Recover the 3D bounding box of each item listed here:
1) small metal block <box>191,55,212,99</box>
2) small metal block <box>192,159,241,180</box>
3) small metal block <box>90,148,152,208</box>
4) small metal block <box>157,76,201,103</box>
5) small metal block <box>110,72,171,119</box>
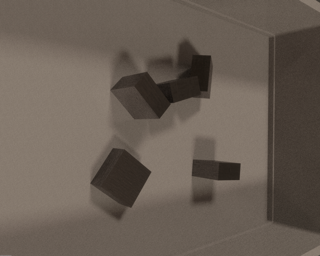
[{"bbox_3d":[0.060,-0.072,0.442,0.050,0.025,0.050,25,70,-76],"label":"small metal block"},{"bbox_3d":[0.084,0.062,0.464,0.050,0.050,0.025,7,86,-40],"label":"small metal block"},{"bbox_3d":[-0.046,0.059,0.370,0.050,0.025,0.050,45,63,-31],"label":"small metal block"},{"bbox_3d":[0.016,-0.049,0.406,0.050,0.050,0.025,-20,103,-38],"label":"small metal block"},{"bbox_3d":[-0.024,-0.037,0.372,0.050,0.050,0.025,52,60,-28],"label":"small metal block"}]
